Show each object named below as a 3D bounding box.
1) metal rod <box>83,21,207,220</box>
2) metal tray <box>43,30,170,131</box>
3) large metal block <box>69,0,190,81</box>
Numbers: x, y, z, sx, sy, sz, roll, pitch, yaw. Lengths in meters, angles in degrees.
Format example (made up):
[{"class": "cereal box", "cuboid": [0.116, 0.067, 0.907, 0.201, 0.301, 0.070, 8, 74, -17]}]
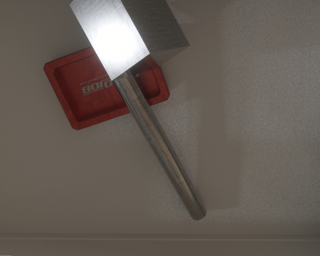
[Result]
[{"class": "metal rod", "cuboid": [-0.005, 0.011, 0.389, 0.025, 0.025, 0.299, -24, 118, 8]}, {"class": "metal tray", "cuboid": [-0.063, -0.060, 0.385, 0.131, 0.030, 0.090, -18, 109, 6]}, {"class": "large metal block", "cuboid": [-0.026, -0.100, 0.304, 0.050, 0.080, 0.080, -28, 92, 35]}]
